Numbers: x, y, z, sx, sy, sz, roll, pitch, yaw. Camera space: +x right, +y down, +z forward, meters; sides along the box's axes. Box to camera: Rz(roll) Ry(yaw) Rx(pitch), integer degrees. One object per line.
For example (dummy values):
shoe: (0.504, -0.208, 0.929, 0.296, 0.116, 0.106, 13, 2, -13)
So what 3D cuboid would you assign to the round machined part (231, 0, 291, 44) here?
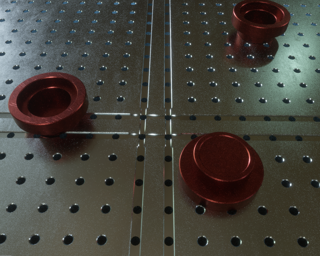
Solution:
round machined part: (0.178, -0.188, 0.557, 0.099, 0.042, 0.098, 0, 50, 0)

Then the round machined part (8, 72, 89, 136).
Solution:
round machined part: (-0.146, -0.028, 0.418, 0.099, 0.042, 0.098, 0, 50, 0)

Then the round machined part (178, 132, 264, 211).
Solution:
round machined part: (0.072, 0.043, 0.362, 0.099, 0.042, 0.098, 0, 50, 0)
